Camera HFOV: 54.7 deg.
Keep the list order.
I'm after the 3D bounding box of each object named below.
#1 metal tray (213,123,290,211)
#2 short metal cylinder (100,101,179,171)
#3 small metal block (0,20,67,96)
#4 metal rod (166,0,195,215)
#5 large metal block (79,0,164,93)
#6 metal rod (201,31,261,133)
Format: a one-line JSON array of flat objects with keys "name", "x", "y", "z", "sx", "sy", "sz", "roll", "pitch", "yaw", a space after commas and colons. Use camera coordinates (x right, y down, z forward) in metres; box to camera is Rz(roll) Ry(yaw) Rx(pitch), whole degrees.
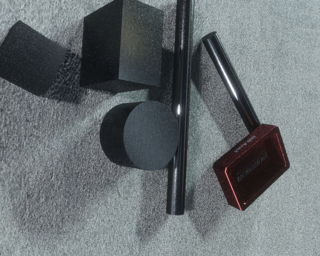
[{"name": "metal tray", "x": 0.156, "y": 0.063, "z": 0.517, "sx": 0.131, "sy": 0.030, "sz": 0.090, "roll": -35, "pitch": 114, "yaw": -22}, {"name": "short metal cylinder", "x": -0.024, "y": 0.009, "z": 0.370, "sx": 0.081, "sy": 0.050, "sz": 0.079, "roll": 0, "pitch": 90, "yaw": -40}, {"name": "small metal block", "x": -0.127, "y": -0.066, "z": 0.299, "sx": 0.050, "sy": 0.025, "sz": 0.050, "roll": 32, "pitch": 70, "yaw": -36}, {"name": "metal rod", "x": 0.029, "y": -0.032, "z": 0.430, "sx": 0.025, "sy": 0.025, "sz": 0.298, "roll": 5, "pitch": 87, "yaw": -40}, {"name": "large metal block", "x": -0.043, "y": -0.084, "z": 0.334, "sx": 0.050, "sy": 0.080, "sz": 0.080, "roll": 5, "pitch": 87, "yaw": -40}, {"name": "metal rod", "x": 0.149, "y": -0.027, "z": 0.532, "sx": 0.025, "sy": 0.025, "sz": 0.299, "roll": -49, "pitch": 119, "yaw": -29}]
